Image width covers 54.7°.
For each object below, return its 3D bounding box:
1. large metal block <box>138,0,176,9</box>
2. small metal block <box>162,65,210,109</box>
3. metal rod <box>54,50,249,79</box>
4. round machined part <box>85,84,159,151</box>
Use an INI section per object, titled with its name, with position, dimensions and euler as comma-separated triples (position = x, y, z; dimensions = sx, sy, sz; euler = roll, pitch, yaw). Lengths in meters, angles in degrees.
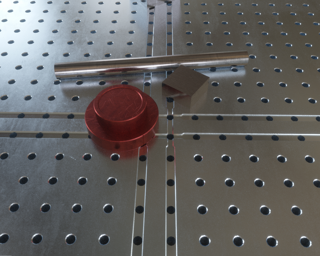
[large metal block]
position = -0.013, -0.299, 0.643
dimensions = 0.081, 0.050, 0.080
euler = -25, 55, -20
[small metal block]
position = 0.038, -0.062, 0.460
dimensions = 0.050, 0.025, 0.050
euler = 29, 56, 22
[metal rod]
position = -0.010, -0.101, 0.492
dimensions = 0.302, 0.025, 0.025
euler = -5, 50, -4
[round machined part]
position = -0.051, -0.021, 0.413
dimensions = 0.099, 0.042, 0.098
euler = 0, 50, 0
